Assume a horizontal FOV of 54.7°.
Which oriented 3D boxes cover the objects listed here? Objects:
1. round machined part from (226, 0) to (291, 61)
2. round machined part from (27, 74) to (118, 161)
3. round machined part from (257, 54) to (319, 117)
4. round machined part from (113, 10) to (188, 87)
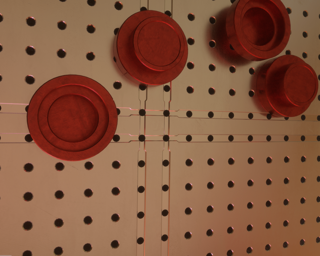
[{"bbox_3d":[0.139,-0.147,0.456,0.099,0.042,0.097,0,90,-21],"label":"round machined part"},{"bbox_3d":[-0.103,-0.012,0.366,0.099,0.042,0.097,0,90,-21],"label":"round machined part"},{"bbox_3d":[0.204,-0.066,0.481,0.099,0.042,0.097,0,90,-21],"label":"round machined part"},{"bbox_3d":[-0.008,-0.104,0.401,0.099,0.042,0.097,0,90,-20],"label":"round machined part"}]
